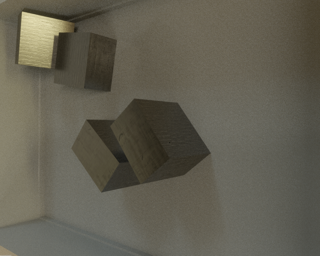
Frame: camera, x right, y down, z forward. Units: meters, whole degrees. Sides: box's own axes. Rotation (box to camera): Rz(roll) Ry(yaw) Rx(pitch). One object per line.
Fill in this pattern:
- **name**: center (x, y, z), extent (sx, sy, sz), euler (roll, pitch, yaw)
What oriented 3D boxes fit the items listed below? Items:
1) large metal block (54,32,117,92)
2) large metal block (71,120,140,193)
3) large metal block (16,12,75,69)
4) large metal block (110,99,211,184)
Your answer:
- **large metal block**: center (-0.118, -0.104, 0.485), extent (0.080, 0.050, 0.079), euler (14, 99, 39)
- **large metal block**: center (-0.057, 0.034, 0.416), extent (0.080, 0.081, 0.050), euler (47, 118, 29)
- **large metal block**: center (-0.194, -0.141, 0.519), extent (0.050, 0.081, 0.079), euler (19, 104, 58)
- **large metal block**: center (0.001, 0.014, 0.368), extent (0.050, 0.081, 0.080), euler (-45, 63, 30)
